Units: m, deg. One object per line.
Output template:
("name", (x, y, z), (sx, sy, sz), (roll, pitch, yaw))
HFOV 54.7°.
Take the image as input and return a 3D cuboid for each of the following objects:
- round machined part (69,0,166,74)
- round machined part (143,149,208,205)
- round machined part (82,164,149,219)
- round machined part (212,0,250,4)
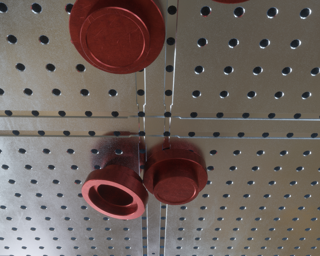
("round machined part", (-0.043, -0.097, 0.317), (0.099, 0.042, 0.097), (-1, 130, 0))
("round machined part", (0.023, 0.080, 0.469), (0.099, 0.042, 0.097), (-1, 130, 0))
("round machined part", (-0.064, 0.093, 0.469), (0.098, 0.042, 0.097), (9, 134, 10))
("round machined part", (0.068, -0.157, 0.268), (0.099, 0.042, 0.097), (-1, 130, 0))
